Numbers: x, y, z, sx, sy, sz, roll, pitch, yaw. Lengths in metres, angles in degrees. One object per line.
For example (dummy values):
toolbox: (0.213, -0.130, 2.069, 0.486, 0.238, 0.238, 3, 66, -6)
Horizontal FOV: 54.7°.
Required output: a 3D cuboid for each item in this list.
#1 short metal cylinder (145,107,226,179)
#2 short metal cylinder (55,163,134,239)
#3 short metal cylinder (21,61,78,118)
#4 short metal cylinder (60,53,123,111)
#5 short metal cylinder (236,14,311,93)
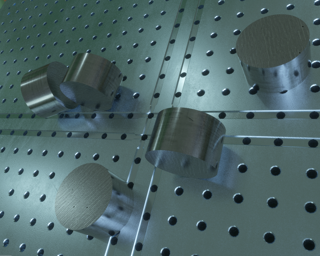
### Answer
short metal cylinder: (0.029, 0.019, 0.346, 0.080, 0.080, 0.050, 2, 63, 29)
short metal cylinder: (-0.079, 0.089, 0.379, 0.080, 0.050, 0.080, -13, 56, 21)
short metal cylinder: (-0.175, -0.062, 0.503, 0.050, 0.080, 0.080, -17, 55, 19)
short metal cylinder: (-0.102, -0.068, 0.469, 0.080, 0.080, 0.050, 4, 64, 30)
short metal cylinder: (0.138, -0.089, 0.375, 0.080, 0.050, 0.080, -13, 56, 21)
